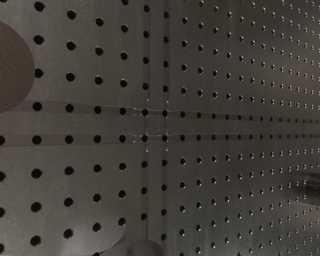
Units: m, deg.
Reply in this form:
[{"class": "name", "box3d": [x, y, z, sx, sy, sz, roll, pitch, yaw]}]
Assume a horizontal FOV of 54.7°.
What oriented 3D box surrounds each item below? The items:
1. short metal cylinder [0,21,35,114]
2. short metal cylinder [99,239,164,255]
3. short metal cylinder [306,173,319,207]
[{"class": "short metal cylinder", "box3d": [-0.156, -0.050, 0.263, 0.081, 0.050, 0.079, 0, 91, -40]}, {"class": "short metal cylinder", "box3d": [-0.031, 0.170, 0.349, 0.081, 0.080, 0.050, -19, 102, -39]}, {"class": "short metal cylinder", "box3d": [0.383, 0.145, 0.719, 0.081, 0.050, 0.079, 0, 90, -40]}]
